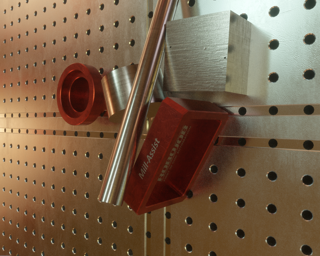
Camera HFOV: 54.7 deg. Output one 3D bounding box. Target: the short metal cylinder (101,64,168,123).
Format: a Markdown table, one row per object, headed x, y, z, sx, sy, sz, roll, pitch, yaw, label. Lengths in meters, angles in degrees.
| x | y | z | sx | sy | sz | roll | pitch | yaw | label |
| --- | --- | --- | --- | --- | --- | --- | --- | --- | --- |
| -0.031 | -0.042 | 0.399 | 0.080 | 0.081 | 0.050 | -23 | 76 | 38 | short metal cylinder |

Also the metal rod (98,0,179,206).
| x | y | z | sx | sy | sz | roll | pitch | yaw | label |
| --- | --- | --- | --- | --- | --- | --- | --- | --- | --- |
| -0.014 | -0.063 | 0.352 | 0.025 | 0.025 | 0.299 | 1 | 69 | 40 | metal rod |

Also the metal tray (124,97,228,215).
| x | y | z | sx | sy | sz | roll | pitch | yaw | label |
| --- | --- | --- | --- | --- | --- | --- | --- | --- | --- |
| 0.018 | 0.031 | 0.352 | 0.030 | 0.091 | 0.129 | 37 | 113 | 34 | metal tray |

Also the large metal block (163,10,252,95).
| x | y | z | sx | sy | sz | roll | pitch | yaw | label |
| --- | --- | --- | --- | --- | --- | --- | --- | --- | --- |
| 0.052 | -0.079 | 0.350 | 0.080 | 0.050 | 0.079 | 5 | 94 | 39 | large metal block |

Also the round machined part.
| x | y | z | sx | sy | sz | roll | pitch | yaw | label |
| --- | --- | --- | --- | --- | --- | --- | --- | --- | --- |
| -0.120 | -0.053 | 0.497 | 0.098 | 0.042 | 0.097 | 0 | 90 | 40 | round machined part |
